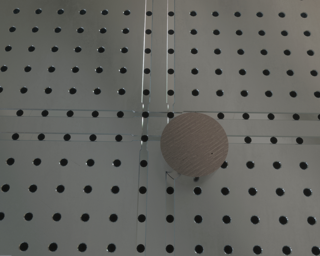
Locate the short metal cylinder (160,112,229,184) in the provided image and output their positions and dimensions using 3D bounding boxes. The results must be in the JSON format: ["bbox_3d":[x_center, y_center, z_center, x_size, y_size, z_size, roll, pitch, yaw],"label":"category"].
[{"bbox_3d":[0.041,0.027,0.389,0.080,0.050,0.080,0,70,0],"label":"short metal cylinder"}]
